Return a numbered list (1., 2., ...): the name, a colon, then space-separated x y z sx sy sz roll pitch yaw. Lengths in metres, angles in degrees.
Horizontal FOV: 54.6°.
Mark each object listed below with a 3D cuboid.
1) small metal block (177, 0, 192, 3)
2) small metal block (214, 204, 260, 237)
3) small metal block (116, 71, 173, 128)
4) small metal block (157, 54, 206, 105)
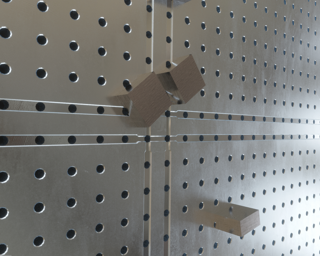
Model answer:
1. small metal block: 0.025 -0.207 0.429 0.050 0.025 0.050 -5 93 -40
2. small metal block: 0.123 0.146 0.495 0.050 0.050 0.025 -12 98 -39
3. small metal block: -0.019 -0.036 0.392 0.050 0.025 0.050 -46 118 -30
4. small metal block: 0.031 -0.068 0.434 0.050 0.025 0.050 -43 116 -31
